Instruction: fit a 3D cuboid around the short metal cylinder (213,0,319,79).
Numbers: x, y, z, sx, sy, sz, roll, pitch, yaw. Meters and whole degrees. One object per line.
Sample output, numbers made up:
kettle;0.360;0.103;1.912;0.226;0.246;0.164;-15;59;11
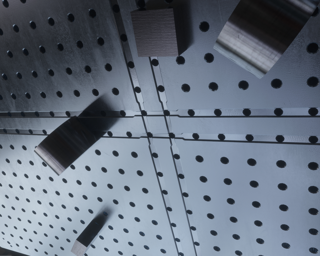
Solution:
short metal cylinder;0.091;-0.090;0.272;0.050;0.080;0.079;35;129;5

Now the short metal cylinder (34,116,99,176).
short metal cylinder;-0.139;0.026;0.465;0.050;0.080;0.080;48;129;-5

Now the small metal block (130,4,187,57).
small metal block;-0.001;-0.108;0.345;0.050;0.025;0.050;5;121;25

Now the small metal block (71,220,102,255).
small metal block;-0.144;0.218;0.606;0.025;0.050;0.050;34;129;6
